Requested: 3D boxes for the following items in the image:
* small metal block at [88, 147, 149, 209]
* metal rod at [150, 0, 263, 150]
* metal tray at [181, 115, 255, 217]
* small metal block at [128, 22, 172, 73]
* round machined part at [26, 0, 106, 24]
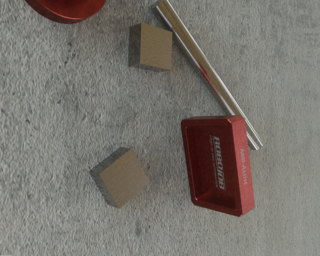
[{"bbox_3d":[-0.048,0.058,0.367,0.050,0.025,0.050,-39,114,-33],"label":"small metal block"},{"bbox_3d":[0.085,-0.067,0.478,0.300,0.025,0.025,48,61,-30],"label":"metal rod"},{"bbox_3d":[0.078,0.049,0.430,0.030,0.090,0.129,-15,100,-40],"label":"metal tray"},{"bbox_3d":[-0.012,-0.101,0.396,0.050,0.025,0.050,3,88,-40],"label":"small metal block"},{"bbox_3d":[-0.094,-0.161,0.316,0.099,0.042,0.097,0,90,-40],"label":"round machined part"}]
